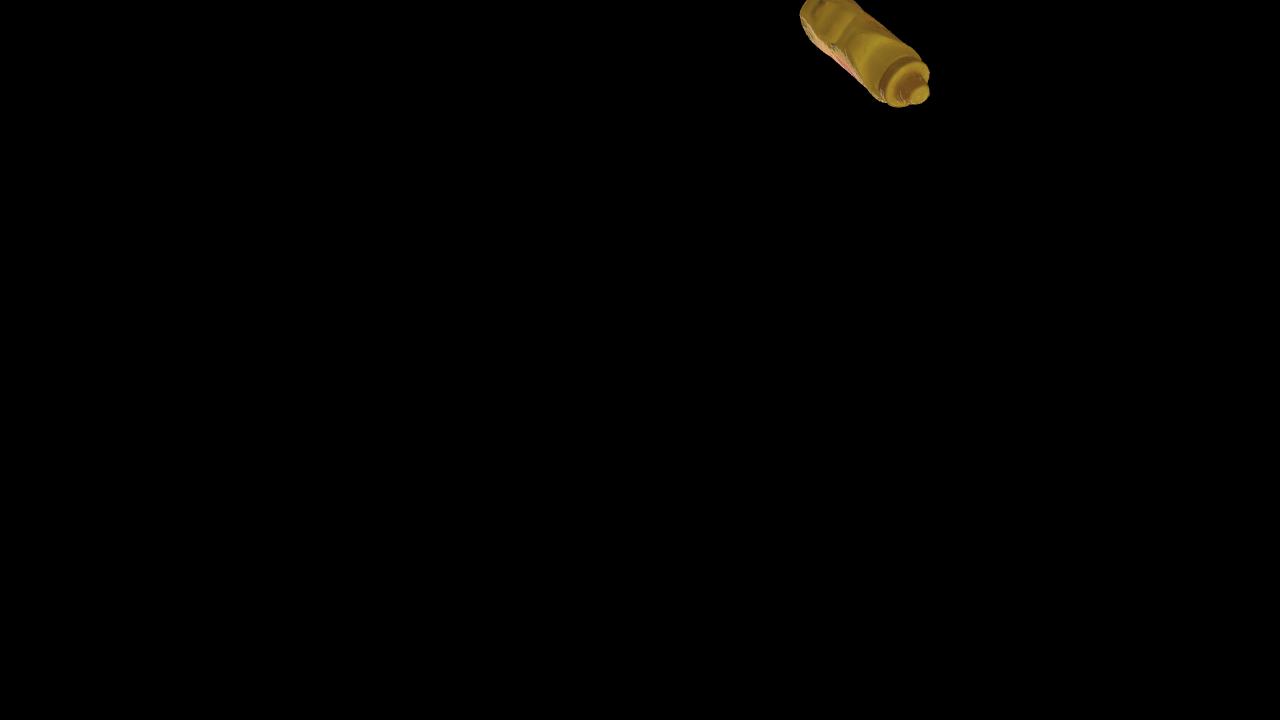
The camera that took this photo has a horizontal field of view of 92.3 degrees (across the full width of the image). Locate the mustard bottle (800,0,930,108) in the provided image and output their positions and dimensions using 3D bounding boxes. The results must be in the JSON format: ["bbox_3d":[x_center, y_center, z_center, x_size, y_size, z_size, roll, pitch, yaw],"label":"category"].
[{"bbox_3d":[0.227,-0.299,0.603,0.092,0.184,0.054,24,-55,-38],"label":"mustard bottle"}]
